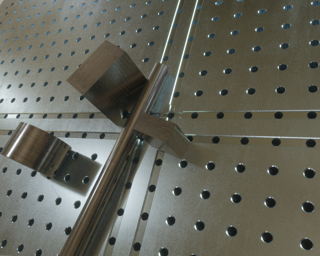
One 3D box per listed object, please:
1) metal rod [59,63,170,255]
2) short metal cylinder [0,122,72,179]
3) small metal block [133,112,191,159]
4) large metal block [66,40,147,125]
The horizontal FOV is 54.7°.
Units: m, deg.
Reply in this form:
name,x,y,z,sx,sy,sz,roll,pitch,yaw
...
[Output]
name,x,y,z,sx,sy,sz,roll,pitch,yaw
metal rod,-0.055,0.040,0.410,0.025,0.025,0.300,12,67,33
short metal cylinder,-0.175,0.033,0.442,0.080,0.080,0.050,13,69,33
small metal block,0.003,0.010,0.383,0.050,0.050,0.025,21,73,35
large metal block,-0.071,-0.065,0.448,0.080,0.080,0.050,-48,52,-5
